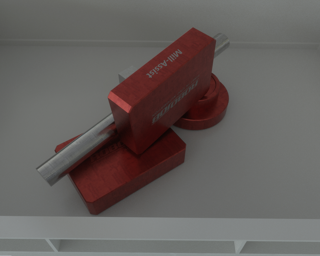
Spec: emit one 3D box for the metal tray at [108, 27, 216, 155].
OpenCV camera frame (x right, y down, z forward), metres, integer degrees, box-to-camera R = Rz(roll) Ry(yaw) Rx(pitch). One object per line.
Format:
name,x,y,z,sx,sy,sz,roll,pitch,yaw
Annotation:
metal tray,0.007,-0.040,0.346,0.030,0.090,0.131,37,65,23

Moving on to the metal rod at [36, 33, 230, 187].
metal rod,-0.016,-0.037,0.383,0.025,0.025,0.301,37,63,26

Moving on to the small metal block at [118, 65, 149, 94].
small metal block,-0.030,-0.050,0.429,0.025,0.050,0.050,-37,60,-27

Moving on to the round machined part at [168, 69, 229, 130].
round machined part,0.047,-0.048,0.432,0.099,0.042,0.098,0,50,0

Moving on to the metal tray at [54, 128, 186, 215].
metal tray,-0.046,0.032,0.373,0.131,0.030,0.090,-28,56,-22
